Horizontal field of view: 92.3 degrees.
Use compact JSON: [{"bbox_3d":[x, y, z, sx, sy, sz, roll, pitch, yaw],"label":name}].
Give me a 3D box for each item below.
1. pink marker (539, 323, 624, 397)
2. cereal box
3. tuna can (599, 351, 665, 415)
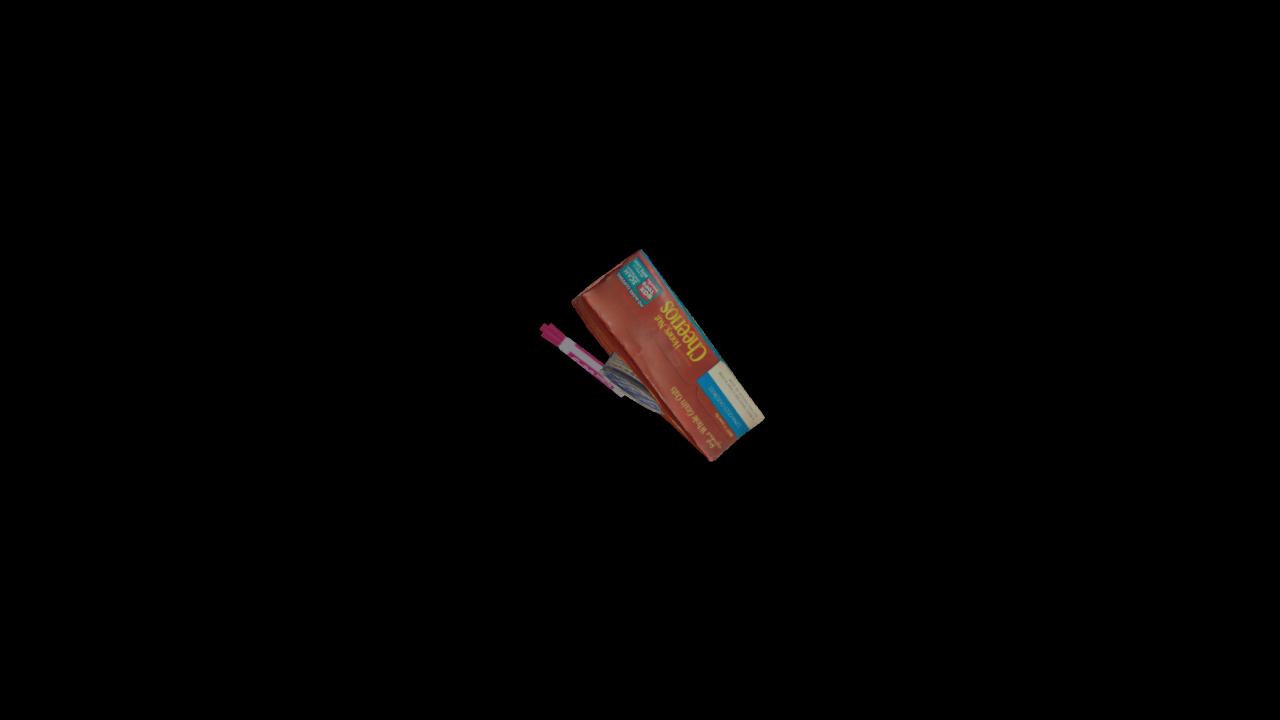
[{"bbox_3d":[-0.062,-0.001,0.693,0.121,0.020,0.020,38,-8,-10],"label":"pink marker"},{"bbox_3d":[0.014,-0.013,0.711,0.081,0.203,0.306,-38,8,-5],"label":"cereal box"},{"bbox_3d":[0.001,0.022,0.654,0.084,0.034,0.084,32,-12,8],"label":"tuna can"}]
